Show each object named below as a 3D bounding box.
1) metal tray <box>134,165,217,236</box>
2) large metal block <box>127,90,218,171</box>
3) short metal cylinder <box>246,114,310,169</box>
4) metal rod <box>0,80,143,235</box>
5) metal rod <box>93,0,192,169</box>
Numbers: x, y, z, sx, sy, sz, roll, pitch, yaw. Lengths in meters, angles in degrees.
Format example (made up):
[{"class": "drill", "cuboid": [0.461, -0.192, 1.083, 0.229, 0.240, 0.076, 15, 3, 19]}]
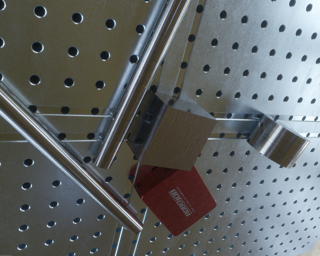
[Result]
[{"class": "metal tray", "cuboid": [0.029, 0.108, 0.491, 0.090, 0.030, 0.130, -36, 129, -5]}, {"class": "large metal block", "cuboid": [0.015, 0.005, 0.406, 0.081, 0.050, 0.080, 13, 112, -34]}, {"class": "short metal cylinder", "cuboid": [0.186, 0.020, 0.490, 0.080, 0.080, 0.050, 20, 108, -36]}, {"class": "metal rod", "cuboid": [-0.101, 0.059, 0.392, 0.025, 0.025, 0.299, -36, 129, -4]}, {"class": "metal rod", "cuboid": [-0.009, -0.082, 0.355, 0.025, 0.025, 0.298, 15, 110, -35]}]
